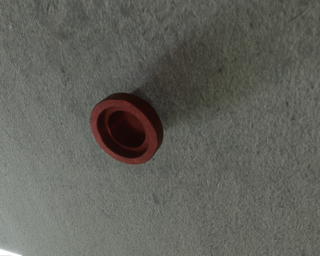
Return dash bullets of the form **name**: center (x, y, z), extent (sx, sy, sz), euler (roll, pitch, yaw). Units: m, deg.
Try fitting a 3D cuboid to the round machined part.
- **round machined part**: center (-0.040, -0.003, 0.414), extent (0.098, 0.042, 0.097), euler (13, 124, 20)
